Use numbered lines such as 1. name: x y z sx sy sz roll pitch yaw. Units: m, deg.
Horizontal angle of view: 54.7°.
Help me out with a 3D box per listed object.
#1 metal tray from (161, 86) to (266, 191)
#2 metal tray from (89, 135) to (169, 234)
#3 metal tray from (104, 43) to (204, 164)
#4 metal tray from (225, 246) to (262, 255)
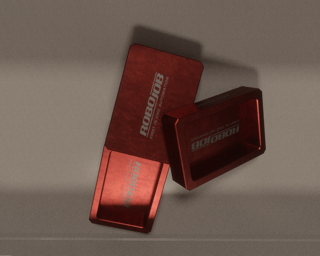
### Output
1. metal tray: 0.071 0.009 0.379 0.131 0.030 0.089 -21 112 -25
2. metal tray: -0.043 0.081 0.437 0.091 0.030 0.129 13 110 -5
3. metal tray: -0.008 -0.028 0.382 0.091 0.030 0.129 15 95 -6
4. metal tray: 0.141 0.265 0.511 0.090 0.030 0.129 -22 109 7
